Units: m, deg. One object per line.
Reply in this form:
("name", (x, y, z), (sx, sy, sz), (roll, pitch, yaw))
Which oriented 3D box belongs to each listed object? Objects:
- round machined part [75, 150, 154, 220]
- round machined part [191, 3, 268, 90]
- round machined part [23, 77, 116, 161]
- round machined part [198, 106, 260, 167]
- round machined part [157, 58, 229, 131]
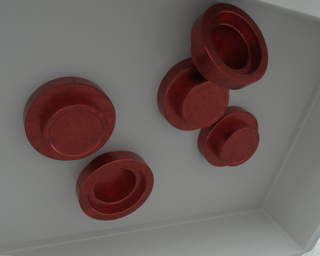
("round machined part", (-0.061, 0.070, 0.407), (0.099, 0.042, 0.097), (-14, 124, -21))
("round machined part", (0.076, -0.090, 0.361), (0.099, 0.042, 0.098), (9, 71, -29))
("round machined part", (-0.096, -0.004, 0.343), (0.099, 0.042, 0.097), (-14, 124, -21))
("round machined part", (0.110, 0.019, 0.470), (0.099, 0.042, 0.097), (-14, 124, -21))
("round machined part", (0.050, -0.038, 0.401), (0.099, 0.042, 0.097), (-14, 124, -21))
